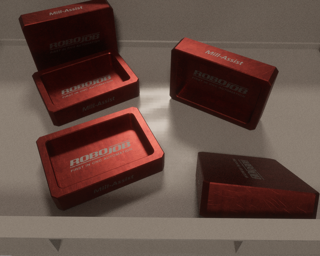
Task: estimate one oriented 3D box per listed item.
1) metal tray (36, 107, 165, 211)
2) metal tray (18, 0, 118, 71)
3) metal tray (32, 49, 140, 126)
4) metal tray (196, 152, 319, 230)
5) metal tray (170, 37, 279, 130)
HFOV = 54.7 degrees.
[{"bbox_3d":[-0.071,0.032,0.374,0.131,0.030,0.090,-20,53,-16],"label":"metal tray"},{"bbox_3d":[-0.135,-0.140,0.478,0.131,0.089,0.030,-19,53,-16],"label":"metal tray"},{"bbox_3d":[-0.107,-0.064,0.453,0.131,0.030,0.090,-23,54,-19],"label":"metal tray"},{"bbox_3d":[0.083,0.054,0.305,0.091,0.030,0.130,6,7,4],"label":"metal tray"},{"bbox_3d":[0.078,-0.058,0.412,0.130,0.089,0.030,24,54,18],"label":"metal tray"}]
